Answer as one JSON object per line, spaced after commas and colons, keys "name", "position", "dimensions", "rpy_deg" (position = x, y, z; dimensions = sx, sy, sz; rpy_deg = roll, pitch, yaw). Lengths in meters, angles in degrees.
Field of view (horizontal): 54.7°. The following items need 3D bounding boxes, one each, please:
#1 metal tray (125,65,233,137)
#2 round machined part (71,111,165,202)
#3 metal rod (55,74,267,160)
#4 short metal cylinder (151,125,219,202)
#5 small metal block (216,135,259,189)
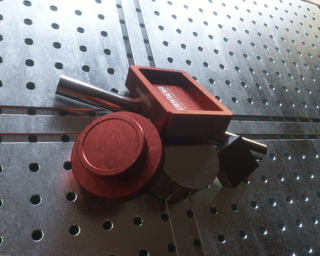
{"name": "metal tray", "position": [0.019, -0.038, 0.396], "dimensions": [0.091, 0.030, 0.130], "rpy_deg": [0, 33, -29]}
{"name": "round machined part", "position": [-0.046, 0.024, 0.323], "dimensions": [0.099, 0.042, 0.098], "rpy_deg": [-4, 62, 7]}
{"name": "metal rod", "position": [0.015, -0.008, 0.417], "dimensions": [0.302, 0.025, 0.025], "rpy_deg": [18, 55, -18]}
{"name": "short metal cylinder", "position": [0.023, 0.043, 0.374], "dimensions": [0.081, 0.050, 0.080], "rpy_deg": [14, 56, -21]}
{"name": "small metal block", "position": [0.096, 0.045, 0.414], "dimensions": [0.050, 0.025, 0.050], "rpy_deg": [-35, 97, -22]}
